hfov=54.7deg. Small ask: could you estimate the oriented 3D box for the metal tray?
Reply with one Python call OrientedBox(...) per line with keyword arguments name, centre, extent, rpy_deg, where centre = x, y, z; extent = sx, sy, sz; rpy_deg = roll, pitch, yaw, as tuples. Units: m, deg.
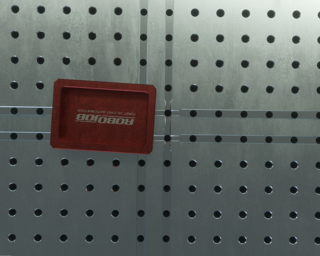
OrientedBox(name="metal tray", centre=(-0.073, -0.015, 0.409), extent=(0.131, 0.030, 0.089), rpy_deg=(4, 90, -1))
